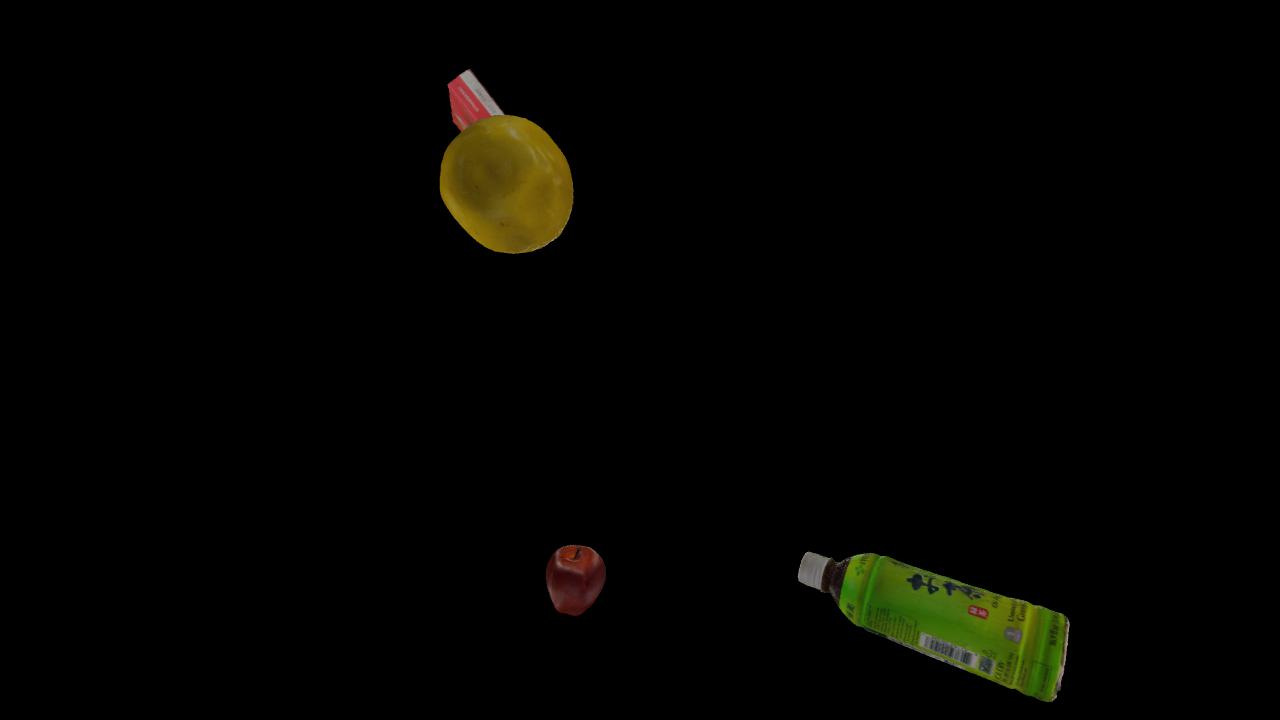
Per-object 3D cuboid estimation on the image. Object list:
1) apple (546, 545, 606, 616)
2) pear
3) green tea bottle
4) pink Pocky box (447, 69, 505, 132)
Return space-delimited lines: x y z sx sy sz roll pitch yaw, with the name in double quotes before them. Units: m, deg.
"apple" -0.084 0.285 0.801 0.079 0.093 0.079 6 20 -2
"pear" -0.075 -0.103 0.382 0.080 0.080 0.111 0 3 2
"green tea bottle" 0.244 0.218 0.539 0.212 0.073 0.073 11 6 31
"pink Pocky box" -0.161 -0.241 0.646 0.029 0.084 0.155 -40 17 -6
